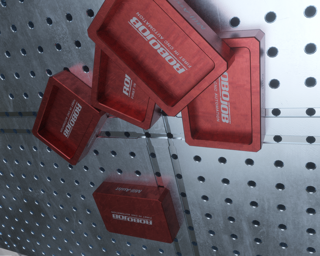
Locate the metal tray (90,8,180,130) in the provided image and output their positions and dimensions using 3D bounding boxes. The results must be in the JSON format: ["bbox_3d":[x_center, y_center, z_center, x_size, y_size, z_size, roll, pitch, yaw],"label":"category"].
[{"bbox_3d":[-0.035,-0.070,0.381,0.090,0.030,0.129,24,127,13],"label":"metal tray"}]

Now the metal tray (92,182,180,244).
[{"bbox_3d":[-0.040,0.138,0.513,0.130,0.030,0.089,0,119,28],"label":"metal tray"}]

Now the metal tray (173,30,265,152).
[{"bbox_3d":[0.068,-0.039,0.347,0.090,0.030,0.129,4,121,25],"label":"metal tray"}]

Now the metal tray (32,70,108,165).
[{"bbox_3d":[-0.137,-0.012,0.470,0.090,0.030,0.129,38,129,2],"label":"metal tray"}]

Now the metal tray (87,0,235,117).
[{"bbox_3d":[-0.001,-0.085,0.315,0.130,0.030,0.090,45,129,-4],"label":"metal tray"}]
